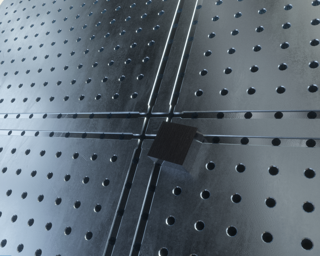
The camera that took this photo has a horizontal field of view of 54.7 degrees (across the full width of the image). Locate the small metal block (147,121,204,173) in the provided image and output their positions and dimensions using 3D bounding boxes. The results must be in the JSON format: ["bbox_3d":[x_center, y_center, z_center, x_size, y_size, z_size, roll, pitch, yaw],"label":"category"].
[{"bbox_3d":[0.020,0.023,0.383,0.050,0.025,0.050,12,68,33],"label":"small metal block"}]
